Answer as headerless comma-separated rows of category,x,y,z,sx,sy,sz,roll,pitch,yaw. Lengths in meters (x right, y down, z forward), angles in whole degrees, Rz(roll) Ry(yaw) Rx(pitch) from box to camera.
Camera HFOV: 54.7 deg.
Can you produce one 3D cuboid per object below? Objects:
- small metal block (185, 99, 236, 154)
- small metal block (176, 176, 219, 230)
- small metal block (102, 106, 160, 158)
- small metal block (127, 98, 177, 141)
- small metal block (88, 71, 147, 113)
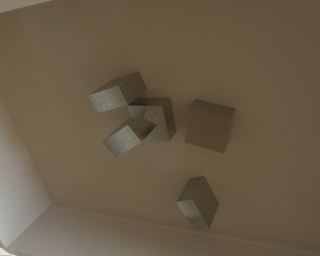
small metal block,0.060,-0.003,0.375,0.050,0.025,0.050,15,125,19
small metal block,0.054,0.103,0.427,0.025,0.050,0.050,-19,109,35
small metal block,-0.035,0.004,0.380,0.050,0.050,0.025,-31,102,37
small metal block,-0.010,-0.012,0.405,0.050,0.025,0.050,3,120,26
small metal block,-0.053,-0.045,0.391,0.050,0.050,0.025,-12,113,33
